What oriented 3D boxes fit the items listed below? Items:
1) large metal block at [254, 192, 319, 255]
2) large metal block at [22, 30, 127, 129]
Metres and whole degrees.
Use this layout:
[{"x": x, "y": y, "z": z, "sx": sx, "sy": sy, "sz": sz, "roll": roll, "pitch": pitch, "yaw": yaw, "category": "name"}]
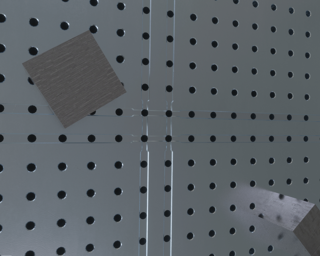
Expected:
[{"x": 0.202, "y": 0.149, "z": 0.458, "sx": 0.050, "sy": 0.080, "sz": 0.080, "roll": -42, "pitch": 104, "yaw": -15, "category": "large metal block"}, {"x": -0.099, "y": -0.054, "z": 0.363, "sx": 0.080, "sy": 0.050, "sz": 0.080, "roll": -34, "pitch": 101, "yaw": -17, "category": "large metal block"}]
